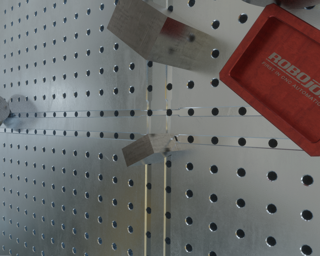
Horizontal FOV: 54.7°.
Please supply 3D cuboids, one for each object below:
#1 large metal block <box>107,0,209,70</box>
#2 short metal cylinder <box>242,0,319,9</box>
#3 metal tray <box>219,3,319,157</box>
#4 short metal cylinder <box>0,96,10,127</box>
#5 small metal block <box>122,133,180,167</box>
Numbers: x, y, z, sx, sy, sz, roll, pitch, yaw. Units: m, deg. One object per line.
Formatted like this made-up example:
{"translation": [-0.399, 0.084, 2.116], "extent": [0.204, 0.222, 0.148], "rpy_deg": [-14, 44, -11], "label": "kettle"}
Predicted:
{"translation": [-0.002, -0.117, 0.376], "extent": [0.080, 0.081, 0.050], "rpy_deg": [44, 117, 31], "label": "large metal block"}
{"translation": [0.113, -0.146, 0.280], "extent": [0.080, 0.081, 0.050], "rpy_deg": [14, 99, 39], "label": "short metal cylinder"}
{"translation": [0.131, -0.047, 0.297], "extent": [0.130, 0.030, 0.089], "rpy_deg": [48, 118, 29], "label": "metal tray"}
{"translation": [-0.389, -0.035, 0.695], "extent": [0.050, 0.081, 0.080], "rpy_deg": [-37, 67, 34], "label": "short metal cylinder"}
{"translation": [-0.012, 0.028, 0.403], "extent": [0.050, 0.050, 0.025], "rpy_deg": [-30, 71, 36], "label": "small metal block"}
